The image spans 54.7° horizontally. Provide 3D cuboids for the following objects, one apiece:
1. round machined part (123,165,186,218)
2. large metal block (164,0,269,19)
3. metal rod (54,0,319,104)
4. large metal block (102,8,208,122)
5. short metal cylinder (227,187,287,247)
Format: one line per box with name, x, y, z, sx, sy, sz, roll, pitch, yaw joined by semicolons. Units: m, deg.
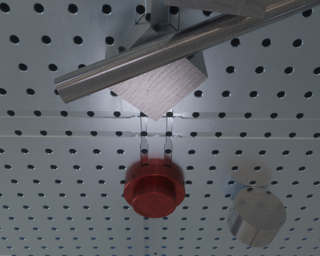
round machined part;-0.009;0.107;0.491;0.099;0.042;0.097;0;130;0
large metal block;0.046;-0.136;0.260;0.081;0.080;0.050;6;130;-5
metal rod;0.051;-0.089;0.285;0.301;0.025;0.025;-22;129;-2
large metal block;-0.007;-0.066;0.339;0.080;0.050;0.080;35;122;-26
short metal cylinder;0.154;0.142;0.498;0.081;0.080;0.050;4;130;-4
